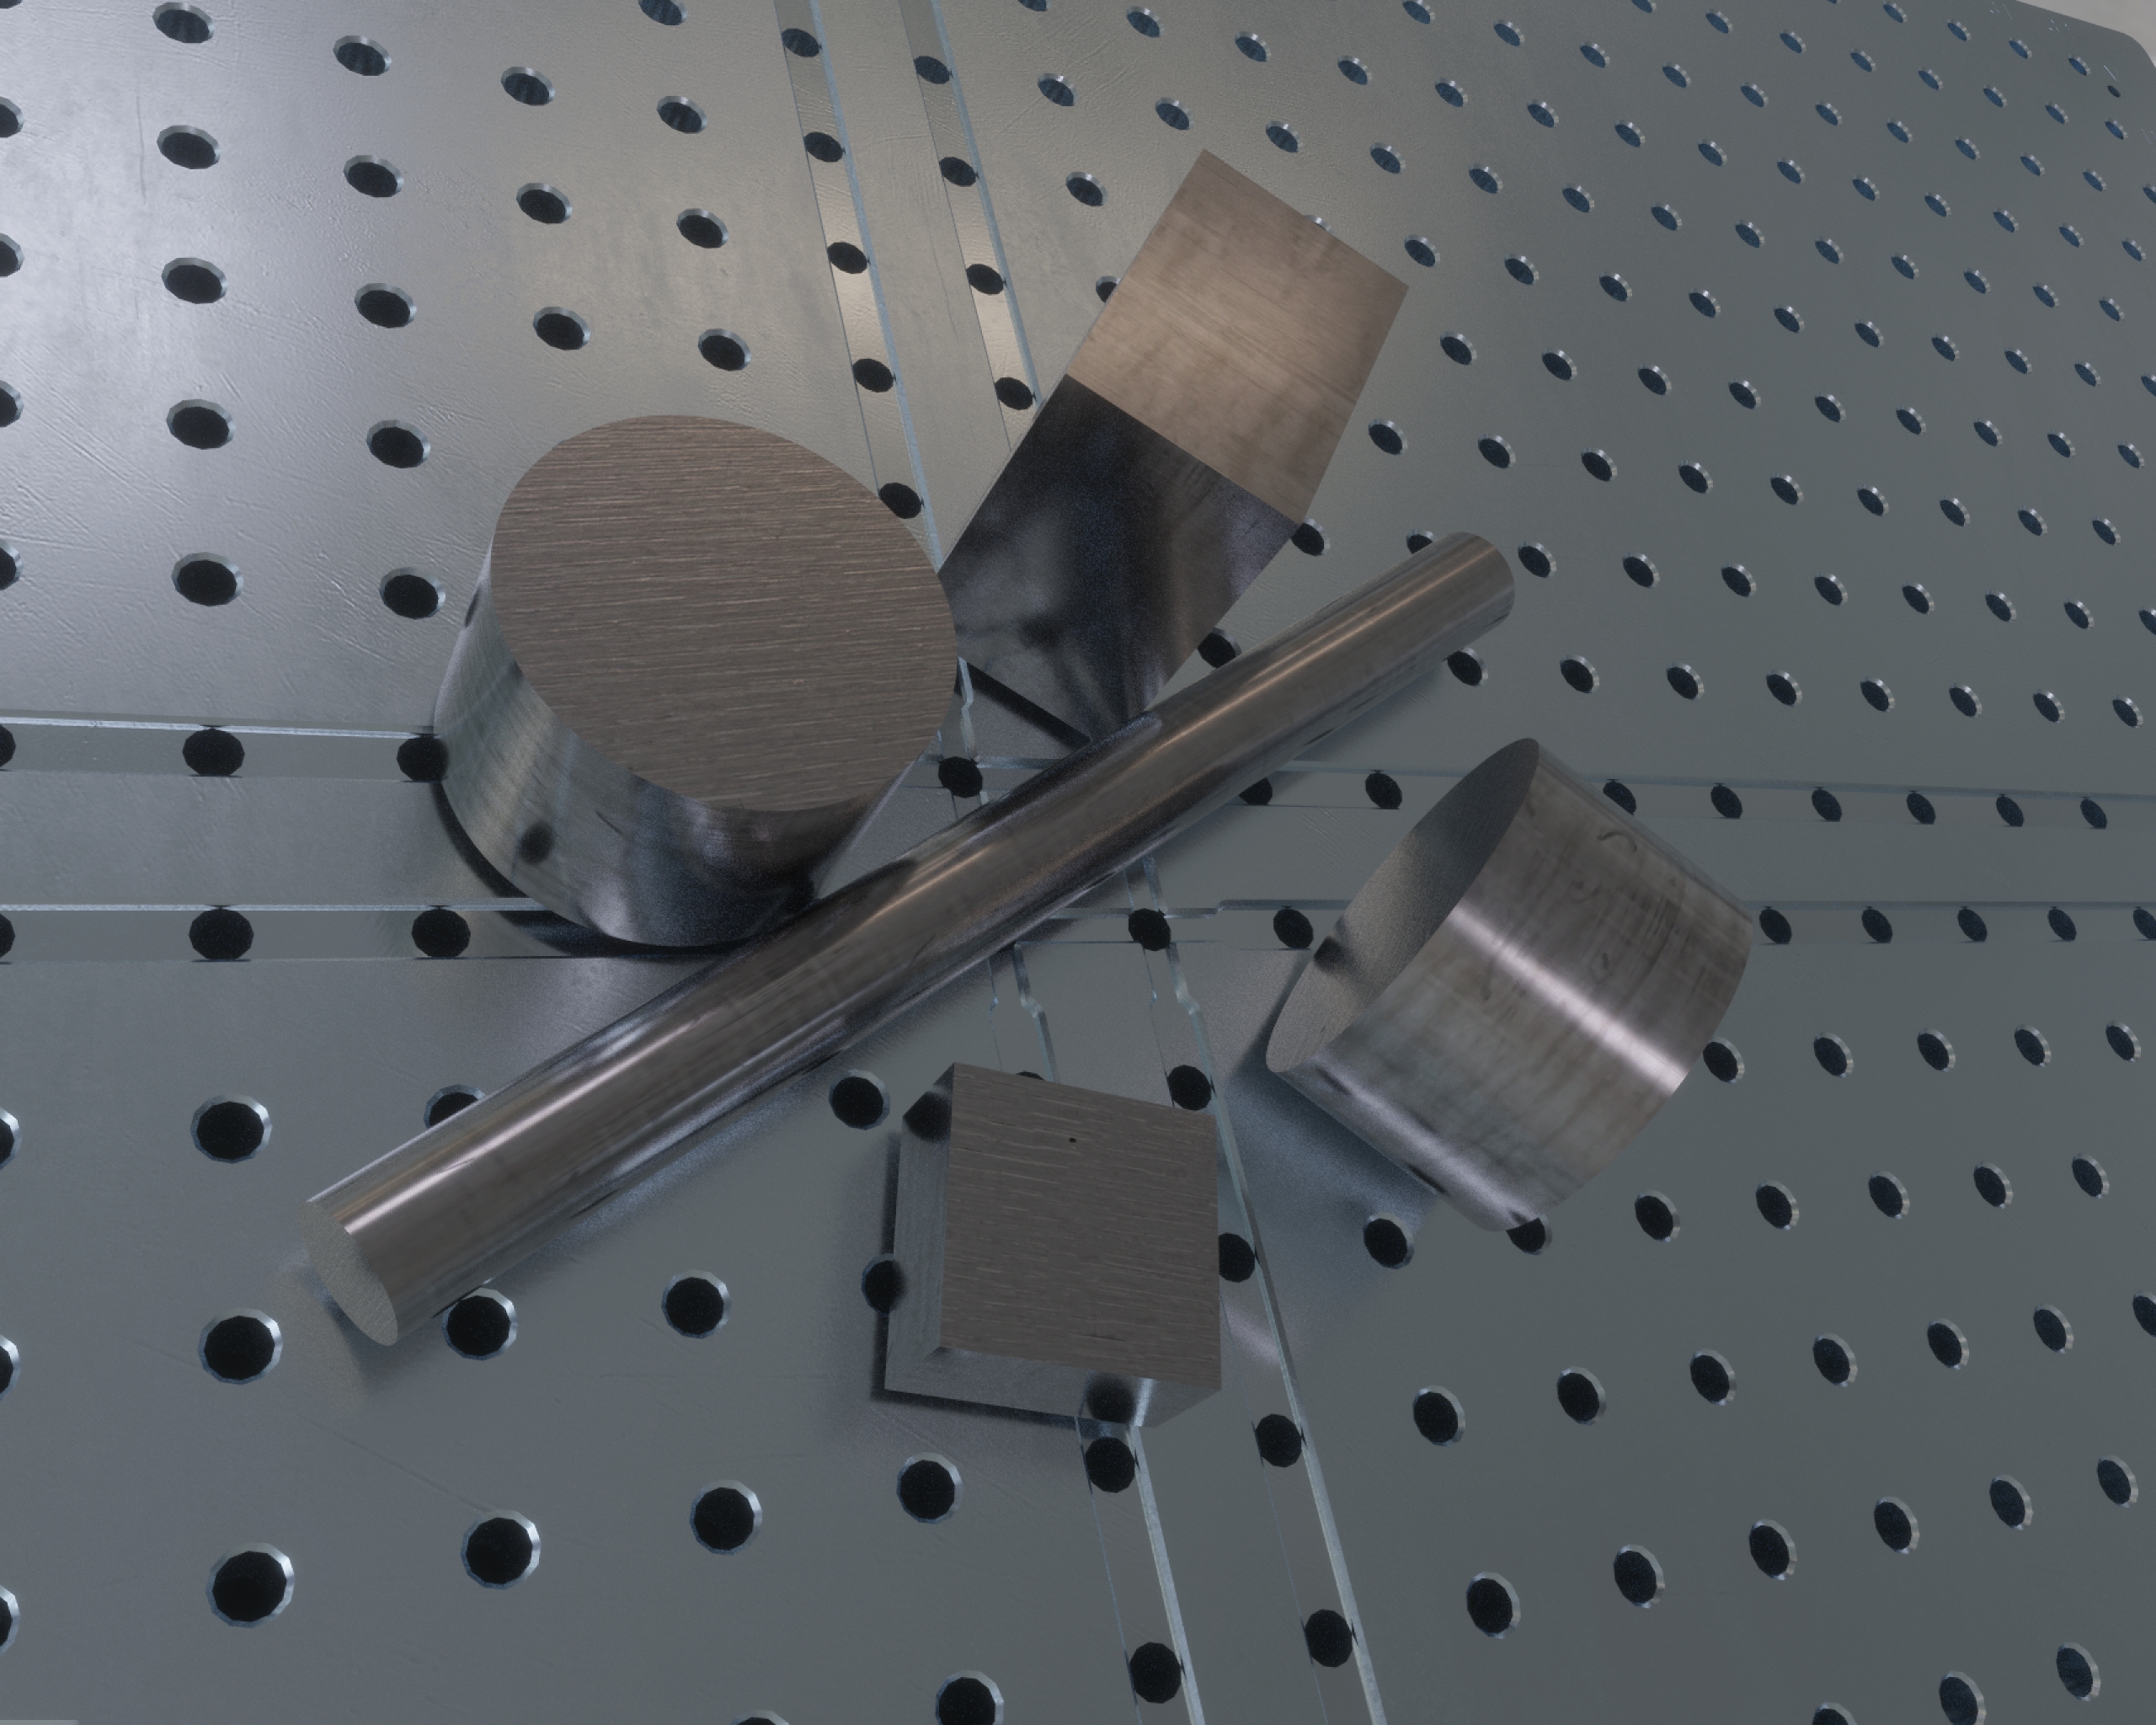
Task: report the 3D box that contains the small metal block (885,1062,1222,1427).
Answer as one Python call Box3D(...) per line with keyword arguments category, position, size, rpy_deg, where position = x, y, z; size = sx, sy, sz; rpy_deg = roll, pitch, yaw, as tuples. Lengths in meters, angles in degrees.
Box3D(category="small metal block", position=(-0.004, 0.067, 0.361), size=(0.050, 0.025, 0.050), rpy_deg=(14, 56, -21))

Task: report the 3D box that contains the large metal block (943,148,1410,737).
Box3D(category="large metal block", position=(0.016, -0.083, 0.428), size=(0.050, 0.080, 0.080), rpy_deg=(32, 52, -8))

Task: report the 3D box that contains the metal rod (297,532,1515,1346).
Box3D(category="metal rod", position=(-0.008, -0.003, 0.401), size=(0.302, 0.025, 0.025), rpy_deg=(-32, 80, -38))

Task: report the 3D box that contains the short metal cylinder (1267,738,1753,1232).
Box3D(category="short metal cylinder", position=(0.081, 0.023, 0.398), size=(0.050, 0.080, 0.080), rpy_deg=(38, 51, -4))

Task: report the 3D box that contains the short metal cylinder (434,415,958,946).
Box3D(category="short metal cylinder", position=(-0.068, -0.032, 0.370), size=(0.081, 0.050, 0.080), rpy_deg=(14, 56, -21))
